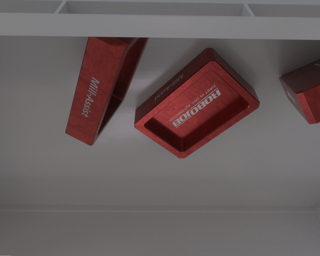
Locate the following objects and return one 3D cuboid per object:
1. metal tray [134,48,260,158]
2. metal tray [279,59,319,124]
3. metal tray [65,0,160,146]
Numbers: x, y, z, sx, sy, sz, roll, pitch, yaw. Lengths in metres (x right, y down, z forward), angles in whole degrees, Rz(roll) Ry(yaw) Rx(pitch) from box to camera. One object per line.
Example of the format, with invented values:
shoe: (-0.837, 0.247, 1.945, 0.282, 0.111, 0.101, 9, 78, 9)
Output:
metal tray: (0.043, -0.024, 0.385, 0.090, 0.030, 0.130, 36, 121, -27)
metal tray: (0.172, -0.049, 0.300, 0.090, 0.130, 0.030, -24, 98, 19)
metal tray: (-0.049, -0.054, 0.307, 0.030, 0.090, 0.129, 28, 133, -2)
